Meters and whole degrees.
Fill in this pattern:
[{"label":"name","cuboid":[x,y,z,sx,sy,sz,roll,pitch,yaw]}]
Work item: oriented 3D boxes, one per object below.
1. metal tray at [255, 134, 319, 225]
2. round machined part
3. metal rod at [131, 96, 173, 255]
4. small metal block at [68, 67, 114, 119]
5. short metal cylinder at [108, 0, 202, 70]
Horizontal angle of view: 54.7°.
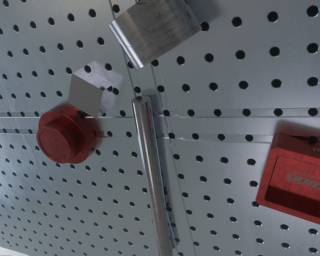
[{"label":"metal tray","cuboid":[0.185,0.066,0.351,0.130,0.030,0.089,16,125,19]},{"label":"round machined part","cuboid":[-0.155,0.018,0.493,0.098,0.042,0.097,13,124,20]},{"label":"metal rod","cuboid":[-0.007,0.093,0.472,0.025,0.025,0.298,7,122,25]},{"label":"small metal block","cuboid":[-0.098,-0.049,0.433,0.050,0.025,0.050,30,128,9]},{"label":"short metal cylinder","cuboid":[-0.004,-0.102,0.315,0.080,0.080,0.050,-23,106,36]}]
